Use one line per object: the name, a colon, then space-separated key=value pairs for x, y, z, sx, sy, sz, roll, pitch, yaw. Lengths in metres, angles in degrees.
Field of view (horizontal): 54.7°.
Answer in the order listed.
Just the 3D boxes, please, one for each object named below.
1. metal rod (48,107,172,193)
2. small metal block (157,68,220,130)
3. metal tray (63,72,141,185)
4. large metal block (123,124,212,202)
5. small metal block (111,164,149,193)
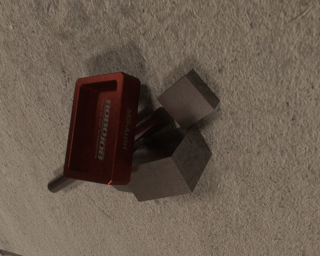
metal rod: x=-0.095 y=0.046 z=0.483 sx=0.299 sy=0.025 sz=0.025 roll=-31 pitch=101 yaw=37
small metal block: x=0.033 y=-0.033 z=0.368 sx=0.050 sy=0.025 sz=0.050 roll=49 pitch=128 yaw=-7
metal tray: x=-0.073 y=0.001 z=0.384 sx=0.090 sy=0.030 sz=0.129 roll=0 pitch=81 yaw=38
large metal block: x=0.009 y=0.043 z=0.392 sx=0.080 sy=0.080 sz=0.050 roll=-19 pitch=109 yaw=35
small metal block: x=-0.040 y=0.063 z=0.439 sx=0.050 sy=0.050 sz=0.025 roll=-4 pitch=138 yaw=46
